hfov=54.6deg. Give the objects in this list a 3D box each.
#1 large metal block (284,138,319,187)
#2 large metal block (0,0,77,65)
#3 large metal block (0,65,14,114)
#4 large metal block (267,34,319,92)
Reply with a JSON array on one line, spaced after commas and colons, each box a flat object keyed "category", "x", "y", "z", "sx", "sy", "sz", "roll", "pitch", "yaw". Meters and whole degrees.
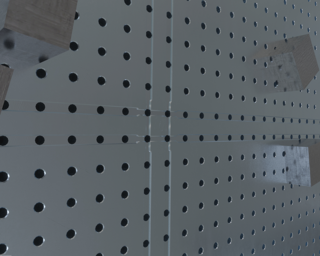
[{"category": "large metal block", "x": 0.305, "y": 0.069, "z": 0.647, "sx": 0.081, "sy": 0.050, "sz": 0.080, "roll": -12, "pitch": 98, "yaw": -39}, {"category": "large metal block", "x": -0.115, "y": -0.108, "z": 0.276, "sx": 0.050, "sy": 0.080, "sz": 0.080, "roll": 13, "pitch": 82, "yaw": -39}, {"category": "large metal block", "x": -0.176, "y": -0.021, "z": 0.245, "sx": 0.080, "sy": 0.050, "sz": 0.080, "roll": 19, "pitch": 78, "yaw": -38}, {"category": "large metal block", "x": 0.265, "y": -0.127, "z": 0.612, "sx": 0.080, "sy": 0.050, "sz": 0.080, "roll": -42, "pitch": 116, "yaw": -32}]
